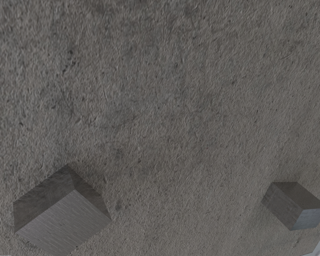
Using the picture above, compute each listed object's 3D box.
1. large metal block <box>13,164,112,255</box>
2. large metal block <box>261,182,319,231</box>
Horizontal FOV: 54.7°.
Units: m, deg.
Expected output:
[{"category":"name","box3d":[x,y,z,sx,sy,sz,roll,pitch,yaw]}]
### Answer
[{"category":"large metal block","box3d":[-0.121,0.106,0.390,0.080,0.050,0.080,-36,129,-4]},{"category":"large metal block","box3d":[0.263,0.151,0.608,0.081,0.080,0.050,6,115,-31]}]
